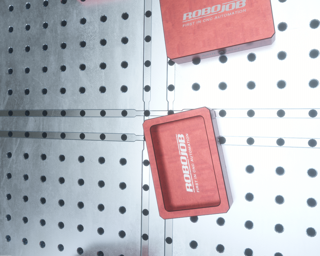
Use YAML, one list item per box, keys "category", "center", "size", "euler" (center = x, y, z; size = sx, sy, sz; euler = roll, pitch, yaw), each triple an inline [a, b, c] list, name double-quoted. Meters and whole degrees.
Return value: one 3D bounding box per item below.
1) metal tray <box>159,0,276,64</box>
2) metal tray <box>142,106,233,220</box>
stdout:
- category: "metal tray"
  center: [0.069, -0.138, 0.386]
  size: [0.130, 0.030, 0.090]
  euler: [-8, 87, 19]
- category: "metal tray"
  center: [0.035, 0.045, 0.397]
  size: [0.090, 0.030, 0.129]
  euler: [-12, 86, 19]
